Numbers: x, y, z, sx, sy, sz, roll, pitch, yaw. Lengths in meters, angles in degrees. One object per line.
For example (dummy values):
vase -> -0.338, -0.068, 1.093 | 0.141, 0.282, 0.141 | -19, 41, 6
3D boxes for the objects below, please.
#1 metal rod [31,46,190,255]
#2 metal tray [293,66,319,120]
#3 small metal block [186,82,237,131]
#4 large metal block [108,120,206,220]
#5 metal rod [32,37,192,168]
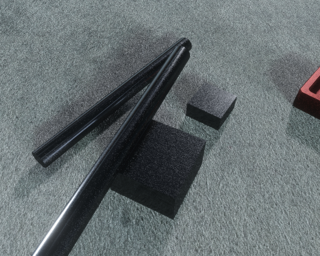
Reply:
metal rod -> -0.031, 0.004, 0.334 | 0.025, 0.025, 0.301 | 19, 52, 15
metal tray -> 0.269, -0.035, 0.432 | 0.130, 0.030, 0.090 | 34, 58, 25
small metal block -> 0.071, -0.031, 0.430 | 0.050, 0.025, 0.050 | 27, 55, 20
large metal block -> -0.003, 0.043, 0.351 | 0.080, 0.050, 0.080 | 22, 53, 17
metal rod -> -0.050, -0.051, 0.445 | 0.025, 0.025, 0.301 | 32, 56, 23
